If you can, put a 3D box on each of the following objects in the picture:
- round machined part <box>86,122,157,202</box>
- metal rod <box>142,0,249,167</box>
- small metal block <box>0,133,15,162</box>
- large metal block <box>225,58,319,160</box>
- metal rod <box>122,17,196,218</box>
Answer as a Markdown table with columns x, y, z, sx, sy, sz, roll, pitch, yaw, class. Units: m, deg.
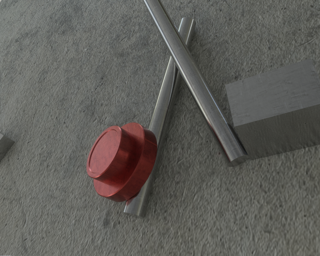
| x | y | z | sx | sy | sz | roll | pitch | yaw | class |
| --- | --- | --- | --- | --- | --- | --- | --- | --- | --- |
| -0.052 | 0.036 | 0.375 | 0.098 | 0.042 | 0.098 | -33 | 40 | 33 | round machined part |
| 0.035 | -0.084 | 0.410 | 0.025 | 0.025 | 0.299 | -28 | 60 | 10 | metal rod |
| -0.286 | 0.031 | 0.532 | 0.050 | 0.025 | 0.050 | 22 | 73 | 35 | small metal block |
| 0.120 | -0.014 | 0.314 | 0.080 | 0.080 | 0.050 | -16 | 56 | 18 | large metal block |
| 0.006 | -0.031 | 0.418 | 0.025 | 0.025 | 0.300 | 2 | 62 | 29 | metal rod |
